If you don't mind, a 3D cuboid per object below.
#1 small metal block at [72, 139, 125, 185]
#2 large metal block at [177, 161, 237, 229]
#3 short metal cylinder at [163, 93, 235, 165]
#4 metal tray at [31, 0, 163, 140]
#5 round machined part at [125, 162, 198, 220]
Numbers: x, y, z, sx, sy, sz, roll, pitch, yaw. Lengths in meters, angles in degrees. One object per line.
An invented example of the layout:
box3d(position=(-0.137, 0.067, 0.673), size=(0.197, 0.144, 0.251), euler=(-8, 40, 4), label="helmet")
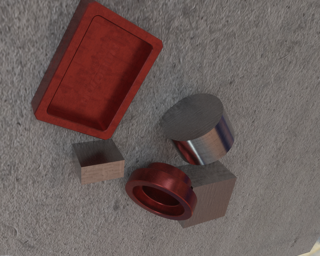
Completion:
box3d(position=(-0.076, 0.039, 0.375), size=(0.050, 0.050, 0.025), euler=(-7, 122, -25), label="small metal block")
box3d(position=(0.065, 0.103, 0.490), size=(0.081, 0.050, 0.079), euler=(-7, 122, -28), label="large metal block")
box3d(position=(0.050, 0.001, 0.401), size=(0.080, 0.080, 0.050), euler=(-37, 130, -4), label="short metal cylinder")
box3d(position=(-0.067, -0.057, 0.332), size=(0.091, 0.030, 0.129), euler=(21, 107, -36), label="metal tray")
box3d(position=(0.005, 0.084, 0.429), size=(0.042, 0.098, 0.098), euler=(-63, 140, -35), label="round machined part")
